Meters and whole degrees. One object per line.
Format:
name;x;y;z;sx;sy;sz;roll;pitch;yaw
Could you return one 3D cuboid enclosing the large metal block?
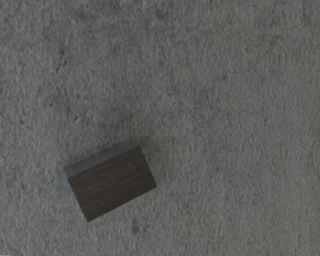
large metal block;-0.061;0.056;0.357;0.080;0.080;0.050;-24;98;-18
